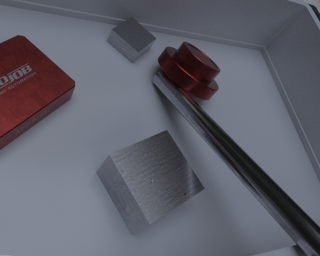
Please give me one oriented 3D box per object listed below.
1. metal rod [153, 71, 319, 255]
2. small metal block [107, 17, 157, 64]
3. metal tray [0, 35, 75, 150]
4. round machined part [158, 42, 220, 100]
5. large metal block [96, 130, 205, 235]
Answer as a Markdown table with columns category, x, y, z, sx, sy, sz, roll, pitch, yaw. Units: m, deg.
| category | x | y | z | sx | sy | sz | roll | pitch | yaw |
| --- | --- | --- | --- | --- | --- | --- | --- | --- | --- |
| metal rod | 0.069 | 0.016 | 0.355 | 0.025 | 0.025 | 0.300 | -5 | 39 | -31 |
| small metal block | -0.042 | -0.133 | 0.465 | 0.050 | 0.025 | 0.050 | 41 | 51 | -1 |
| metal tray | -0.170 | -0.038 | 0.334 | 0.090 | 0.030 | 0.131 | 42 | 51 | 0 |
| round machined part | 0.048 | -0.088 | 0.452 | 0.098 | 0.042 | 0.098 | 32 | 25 | -17 |
| large metal block | -0.011 | 0.059 | 0.349 | 0.081 | 0.050 | 0.080 | -23 | 74 | -37 |
